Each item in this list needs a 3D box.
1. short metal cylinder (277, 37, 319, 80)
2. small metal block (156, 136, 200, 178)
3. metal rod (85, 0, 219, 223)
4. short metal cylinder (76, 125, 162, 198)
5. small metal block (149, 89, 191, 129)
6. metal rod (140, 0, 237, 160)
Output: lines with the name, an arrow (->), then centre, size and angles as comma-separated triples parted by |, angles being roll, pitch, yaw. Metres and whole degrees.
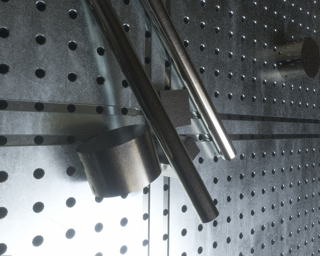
short metal cylinder -> 0.281, -0.139, 0.628 | 0.081, 0.050, 0.079 | 0, 90, -40
small metal block -> 0.016, 0.037, 0.406 | 0.050, 0.050, 0.025 | -48, 119, -29
metal rod -> -0.009, -0.026, 0.357 | 0.025, 0.025, 0.299 | -31, 96, -36
short metal cylinder -> -0.043, 0.033, 0.337 | 0.081, 0.080, 0.050 | -27, 107, -37
small metal block -> 0.014, -0.026, 0.421 | 0.050, 0.025, 0.050 | -10, 97, -40
metal rod -> 0.043, -0.074, 0.444 | 0.025, 0.025, 0.299 | -45, 117, -30
